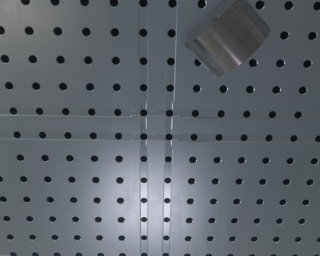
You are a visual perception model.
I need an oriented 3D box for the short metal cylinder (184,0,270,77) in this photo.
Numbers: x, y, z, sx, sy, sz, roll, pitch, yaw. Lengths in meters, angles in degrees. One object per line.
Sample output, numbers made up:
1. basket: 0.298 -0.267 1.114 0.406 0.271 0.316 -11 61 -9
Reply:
1. short metal cylinder: 0.074 -0.103 0.347 0.080 0.080 0.050 -42 105 14
